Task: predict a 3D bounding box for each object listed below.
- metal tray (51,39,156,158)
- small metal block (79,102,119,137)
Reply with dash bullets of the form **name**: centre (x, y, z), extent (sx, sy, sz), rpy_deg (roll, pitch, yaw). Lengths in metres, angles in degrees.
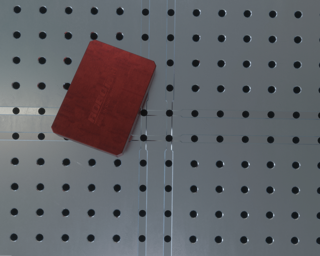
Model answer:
- **metal tray**: centre (-0.069, -0.038, 0.397), extent (0.090, 0.030, 0.130), rpy_deg (20, 78, 0)
- **small metal block**: centre (-0.082, -0.013, 0.413), extent (0.050, 0.025, 0.050), rpy_deg (8, 90, 0)
